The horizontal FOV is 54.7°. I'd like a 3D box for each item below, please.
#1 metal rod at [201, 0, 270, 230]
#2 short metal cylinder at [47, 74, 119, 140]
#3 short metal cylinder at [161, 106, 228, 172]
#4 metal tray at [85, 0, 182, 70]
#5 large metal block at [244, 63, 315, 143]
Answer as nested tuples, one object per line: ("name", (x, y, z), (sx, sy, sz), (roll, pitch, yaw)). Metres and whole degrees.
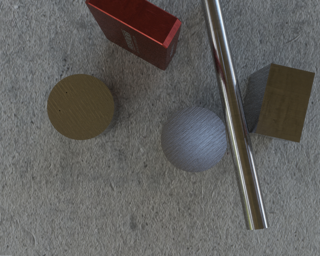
("metal rod", (0.087, -0.033, 0.377), (0.025, 0.025, 0.299), (-8, 77, 0))
("short metal cylinder", (-0.095, -0.025, 0.397), (0.081, 0.050, 0.079), (0, 90, 0))
("short metal cylinder", (0.041, 0.014, 0.398), (0.081, 0.050, 0.079), (0, 90, 0))
("metal tray", (-0.025, -0.111, 0.357), (0.090, 0.130, 0.030), (29, 90, 0))
("large metal block", (0.139, -0.028, 0.383), (0.050, 0.080, 0.080), (13, 90, -1))
